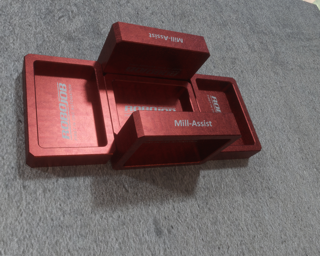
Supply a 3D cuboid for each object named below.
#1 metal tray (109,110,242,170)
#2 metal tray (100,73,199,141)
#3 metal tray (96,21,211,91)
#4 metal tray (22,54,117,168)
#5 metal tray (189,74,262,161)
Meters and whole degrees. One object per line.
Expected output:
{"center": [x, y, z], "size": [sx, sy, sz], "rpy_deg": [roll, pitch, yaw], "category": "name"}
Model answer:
{"center": [0.017, 0.016, 0.362], "size": [0.131, 0.090, 0.030], "rpy_deg": [0, 62, -29], "category": "metal tray"}
{"center": [-0.010, -0.022, 0.411], "size": [0.131, 0.030, 0.090], "rpy_deg": [1, 61, -28], "category": "metal tray"}
{"center": [-0.011, -0.089, 0.414], "size": [0.131, 0.090, 0.030], "rpy_deg": [0, 62, -29], "category": "metal tray"}
{"center": [-0.107, -0.022, 0.358], "size": [0.091, 0.030, 0.130], "rpy_deg": [0, 62, -28], "category": "metal tray"}
{"center": [0.089, -0.018, 0.463], "size": [0.091, 0.030, 0.130], "rpy_deg": [0, 62, -28], "category": "metal tray"}
